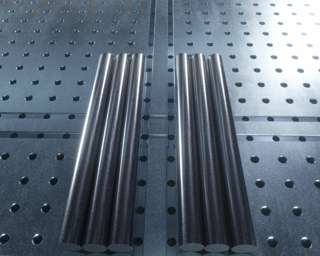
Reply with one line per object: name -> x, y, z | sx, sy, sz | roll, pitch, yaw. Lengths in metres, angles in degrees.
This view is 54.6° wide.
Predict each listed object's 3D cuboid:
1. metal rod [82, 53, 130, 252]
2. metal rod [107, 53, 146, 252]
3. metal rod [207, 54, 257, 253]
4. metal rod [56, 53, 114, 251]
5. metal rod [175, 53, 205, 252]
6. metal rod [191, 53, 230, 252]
metal rod -> -0.062, 0.004, 0.403 | 0.025, 0.025, 0.300 | 1, 50, 1
metal rod -> -0.037, 0.004, 0.403 | 0.025, 0.025, 0.300 | 1, 50, 1
metal rod -> 0.086, 0.005, 0.403 | 0.025, 0.025, 0.300 | 1, 50, 1
metal rod -> -0.088, 0.004, 0.404 | 0.025, 0.025, 0.300 | 1, 50, 1
metal rod -> 0.034, 0.004, 0.404 | 0.025, 0.025, 0.300 | 1, 50, 1
metal rod -> 0.059, 0.004, 0.404 | 0.025, 0.025, 0.300 | 1, 50, 1
